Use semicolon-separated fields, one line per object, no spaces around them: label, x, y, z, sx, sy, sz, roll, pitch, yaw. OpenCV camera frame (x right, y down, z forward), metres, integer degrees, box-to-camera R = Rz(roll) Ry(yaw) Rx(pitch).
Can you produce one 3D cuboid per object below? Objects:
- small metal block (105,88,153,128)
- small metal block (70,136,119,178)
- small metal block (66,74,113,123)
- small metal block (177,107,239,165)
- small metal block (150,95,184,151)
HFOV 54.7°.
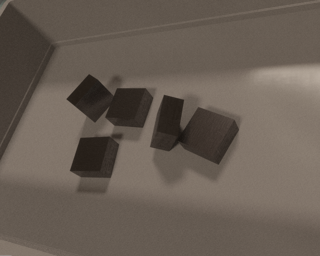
small metal block;-0.044;-0.030;0.445;0.050;0.025;0.050;4;64;29
small metal block;-0.089;0.040;0.426;0.050;0.025;0.050;-3;60;26
small metal block;-0.103;-0.044;0.469;0.025;0.050;0.050;34;81;38
small metal block;0.058;0.008;0.370;0.050;0.025;0.050;24;74;36
small metal block;0.008;-0.005;0.384;0.025;0.050;0.050;14;64;-5
